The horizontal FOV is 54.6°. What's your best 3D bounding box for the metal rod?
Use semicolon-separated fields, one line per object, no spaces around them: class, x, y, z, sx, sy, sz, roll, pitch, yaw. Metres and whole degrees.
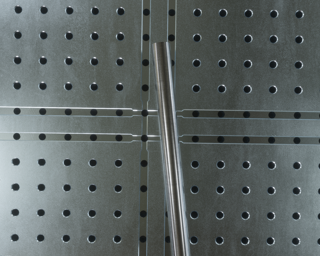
metal rod;0.015;0.037;0.413;0.025;0.025;0.298;-6;90;0
